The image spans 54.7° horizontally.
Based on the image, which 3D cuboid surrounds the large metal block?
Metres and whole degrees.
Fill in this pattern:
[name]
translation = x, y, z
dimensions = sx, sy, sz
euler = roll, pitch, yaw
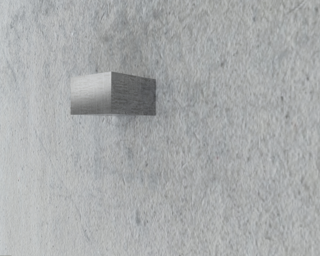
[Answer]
[large metal block]
translation = -0.062, -0.042, 0.418
dimensions = 0.080, 0.081, 0.050
euler = 1, 91, 39
